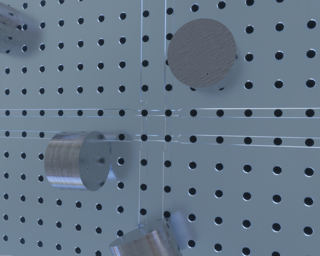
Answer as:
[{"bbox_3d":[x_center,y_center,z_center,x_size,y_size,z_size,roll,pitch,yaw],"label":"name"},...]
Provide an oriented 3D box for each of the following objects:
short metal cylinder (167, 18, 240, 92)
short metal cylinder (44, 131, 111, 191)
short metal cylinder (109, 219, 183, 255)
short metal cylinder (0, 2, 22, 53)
[{"bbox_3d":[0.055,-0.086,0.379,0.080,0.050,0.079,0,90,19],"label":"short metal cylinder"},{"bbox_3d":[-0.109,0.044,0.420,0.050,0.080,0.079,-1,90,20],"label":"short metal cylinder"},{"bbox_3d":[-0.017,0.155,0.388,0.080,0.080,0.050,-25,82,18],"label":"short metal cylinder"},{"bbox_3d":[-0.272,-0.165,0.493,0.080,0.050,0.079,0,90,19],"label":"short metal cylinder"}]
